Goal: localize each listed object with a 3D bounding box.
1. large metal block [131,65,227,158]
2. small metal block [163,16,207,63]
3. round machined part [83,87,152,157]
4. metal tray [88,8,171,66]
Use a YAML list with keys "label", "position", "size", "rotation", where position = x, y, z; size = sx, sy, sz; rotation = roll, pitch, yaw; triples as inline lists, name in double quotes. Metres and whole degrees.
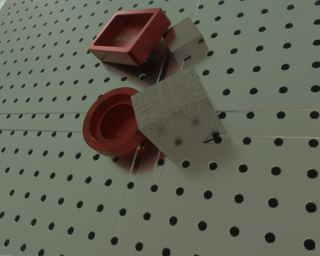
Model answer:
- label: "large metal block"
  position: [0.024, -0.016, 0.370]
  size: [0.080, 0.080, 0.050]
  rotation: [-26, 53, 12]
- label: "small metal block"
  position: [0.036, -0.135, 0.472]
  size: [0.050, 0.025, 0.050]
  rotation: [-30, 52, 9]
- label: "round machined part"
  position: [-0.054, -0.005, 0.428]
  size: [0.098, 0.042, 0.098]
  rotation: [-13, 56, 21]
- label: "metal tray"
  position: [-0.053, -0.150, 0.508]
  size: [0.130, 0.030, 0.090]
  rotation: [20, 72, 48]
